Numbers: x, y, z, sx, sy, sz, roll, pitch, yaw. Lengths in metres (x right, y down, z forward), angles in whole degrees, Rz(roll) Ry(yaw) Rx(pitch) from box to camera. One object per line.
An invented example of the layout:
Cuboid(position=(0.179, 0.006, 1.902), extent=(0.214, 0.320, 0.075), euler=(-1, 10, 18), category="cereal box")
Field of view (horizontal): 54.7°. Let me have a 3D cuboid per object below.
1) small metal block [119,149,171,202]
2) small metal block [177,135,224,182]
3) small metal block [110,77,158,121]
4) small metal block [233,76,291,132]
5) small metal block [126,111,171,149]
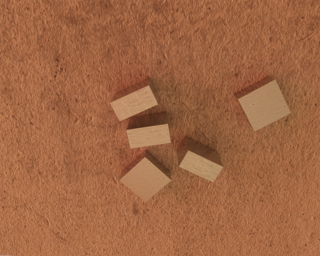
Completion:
Cuboid(position=(-0.020, 0.067, 0.434), extent=(0.050, 0.025, 0.050), euler=(-43, 105, 14), category="small metal block")
Cuboid(position=(0.052, 0.040, 0.412), extent=(0.050, 0.050, 0.025), euler=(26, 108, -9), category="small metal block")
Cuboid(position=(-0.030, -0.037, 0.382), extent=(0.050, 0.050, 0.025), euler=(-23, 109, 8), category="small metal block")
Cuboid(position=(0.131, -0.032, 0.399), extent=(0.050, 0.025, 0.050), euler=(-29, 108, 10), category="small metal block")
Cuboid(position=(-0.013, 0.001, 0.397), extent=(0.050, 0.050, 0.025), euler=(-9, 110, 3), category="small metal block")
